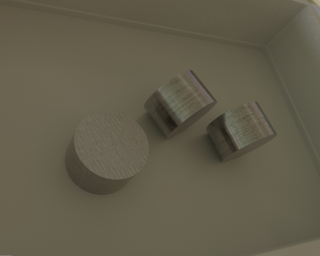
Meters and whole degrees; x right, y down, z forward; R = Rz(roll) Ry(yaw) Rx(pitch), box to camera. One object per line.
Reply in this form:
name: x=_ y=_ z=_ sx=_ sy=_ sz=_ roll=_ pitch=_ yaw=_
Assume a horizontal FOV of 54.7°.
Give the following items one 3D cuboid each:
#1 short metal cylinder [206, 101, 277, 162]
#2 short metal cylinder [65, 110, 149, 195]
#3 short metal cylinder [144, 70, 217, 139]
short metal cylinder: x=0.111 y=0.006 z=0.426 sx=0.081 sy=0.080 sz=0.050 roll=-13 pitch=69 yaw=-34
short metal cylinder: x=-0.059 y=0.027 z=0.341 sx=0.081 sy=0.050 sz=0.080 roll=14 pitch=56 yaw=-21
short metal cylinder: x=0.027 y=-0.030 z=0.402 sx=0.081 sy=0.080 sz=0.050 roll=-29 pitch=78 yaw=-37
